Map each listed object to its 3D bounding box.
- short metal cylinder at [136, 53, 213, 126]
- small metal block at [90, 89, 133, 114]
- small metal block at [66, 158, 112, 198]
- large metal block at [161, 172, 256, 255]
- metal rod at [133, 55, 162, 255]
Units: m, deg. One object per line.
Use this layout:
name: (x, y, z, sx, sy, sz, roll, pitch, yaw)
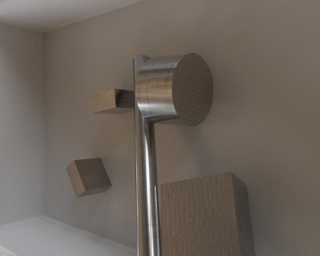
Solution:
short metal cylinder: (0.018, -0.043, 0.354, 0.050, 0.081, 0.079, 5, 93, 39)
small metal block: (-0.062, -0.036, 0.439, 0.050, 0.050, 0.025, -10, 84, 39)
small metal block: (-0.110, 0.075, 0.478, 0.025, 0.050, 0.050, -40, 66, 32)
large metal block: (0.048, 0.098, 0.323, 0.080, 0.050, 0.080, -15, 58, 26)
metal rod: (-0.016, 0.040, 0.358, 0.025, 0.025, 0.299, -26, 55, 36)
